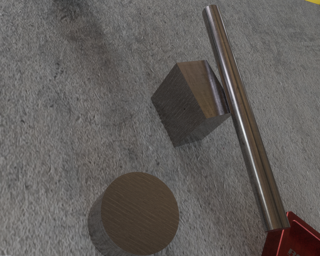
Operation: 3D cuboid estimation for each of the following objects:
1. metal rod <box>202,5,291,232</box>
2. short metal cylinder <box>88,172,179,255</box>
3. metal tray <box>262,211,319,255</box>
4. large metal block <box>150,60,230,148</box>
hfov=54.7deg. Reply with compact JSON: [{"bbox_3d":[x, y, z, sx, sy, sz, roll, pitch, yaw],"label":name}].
[{"bbox_3d":[0.093,-0.032,0.370,0.025,0.025,0.299,5,60,-26],"label":"metal rod"},{"bbox_3d":[-0.028,0.091,0.317,0.081,0.050,0.080,14,56,-21],"label":"short metal cylinder"},{"bbox_3d":[0.194,0.181,0.393,0.130,0.030,0.090,38,51,-3],"label":"metal tray"},{"bbox_3d":[0.040,-0.031,0.409,0.050,0.080,0.080,-13,69,-34],"label":"large metal block"}]
